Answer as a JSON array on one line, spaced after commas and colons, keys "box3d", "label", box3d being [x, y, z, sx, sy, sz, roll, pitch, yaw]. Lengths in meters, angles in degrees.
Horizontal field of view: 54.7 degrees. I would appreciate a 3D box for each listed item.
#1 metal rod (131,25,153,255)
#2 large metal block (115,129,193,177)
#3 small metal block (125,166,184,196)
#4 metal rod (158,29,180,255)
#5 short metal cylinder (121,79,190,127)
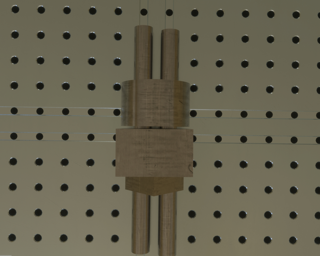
[{"box3d": [-0.024, 0.015, 0.414, 0.025, 0.025, 0.298, 1, 90, -1], "label": "metal rod"}, {"box3d": [-0.006, 0.026, 0.361, 0.081, 0.080, 0.050, 0, 90, -1], "label": "large metal block"}, {"box3d": [-0.007, 0.063, 0.378, 0.050, 0.050, 0.025, 1, 90, -45], "label": "small metal block"}, {"box3d": [0.012, 0.020, 0.415, 0.025, 0.025, 0.298, 1, 90, -1], "label": "metal rod"}, {"box3d": [-0.005, -0.027, 0.365, 0.081, 0.080, 0.050, 1, 90, -1], "label": "short metal cylinder"}]
